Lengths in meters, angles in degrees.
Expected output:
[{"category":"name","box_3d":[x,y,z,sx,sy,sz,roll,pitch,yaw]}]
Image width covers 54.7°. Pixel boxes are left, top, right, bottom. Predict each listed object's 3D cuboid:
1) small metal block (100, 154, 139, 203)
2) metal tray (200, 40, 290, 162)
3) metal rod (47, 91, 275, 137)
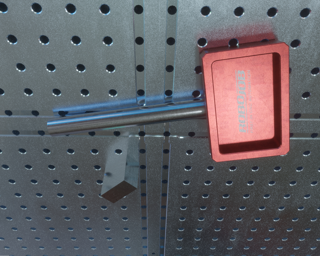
[{"category":"small metal block","box_3d":[-0.059,0.075,0.459,0.050,0.050,0.025,-36,122,26]},{"category":"metal tray","box_3d":[0.098,-0.029,0.357,0.090,0.030,0.129,-7,110,5]},{"category":"metal rod","box_3d":[0.006,-0.019,0.395,0.302,0.025,0.025,-7,130,5]}]
